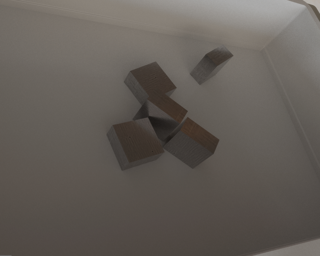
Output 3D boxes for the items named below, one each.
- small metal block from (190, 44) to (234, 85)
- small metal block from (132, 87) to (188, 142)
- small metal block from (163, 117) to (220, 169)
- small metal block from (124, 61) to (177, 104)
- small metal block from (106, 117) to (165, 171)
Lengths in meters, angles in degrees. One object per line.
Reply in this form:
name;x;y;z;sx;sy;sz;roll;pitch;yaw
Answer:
small metal block;0.083;-0.102;0.499;0.025;0.050;0.050;49;51;6
small metal block;-0.001;-0.016;0.401;0.050;0.050;0.025;36;51;-5
small metal block;0.039;0.020;0.400;0.050;0.050;0.025;35;51;-5
small metal block;-0.014;-0.061;0.437;0.050;0.025;0.050;-30;79;-38
small metal block;-0.030;0.019;0.379;0.050;0.025;0.050;-14;69;-34
